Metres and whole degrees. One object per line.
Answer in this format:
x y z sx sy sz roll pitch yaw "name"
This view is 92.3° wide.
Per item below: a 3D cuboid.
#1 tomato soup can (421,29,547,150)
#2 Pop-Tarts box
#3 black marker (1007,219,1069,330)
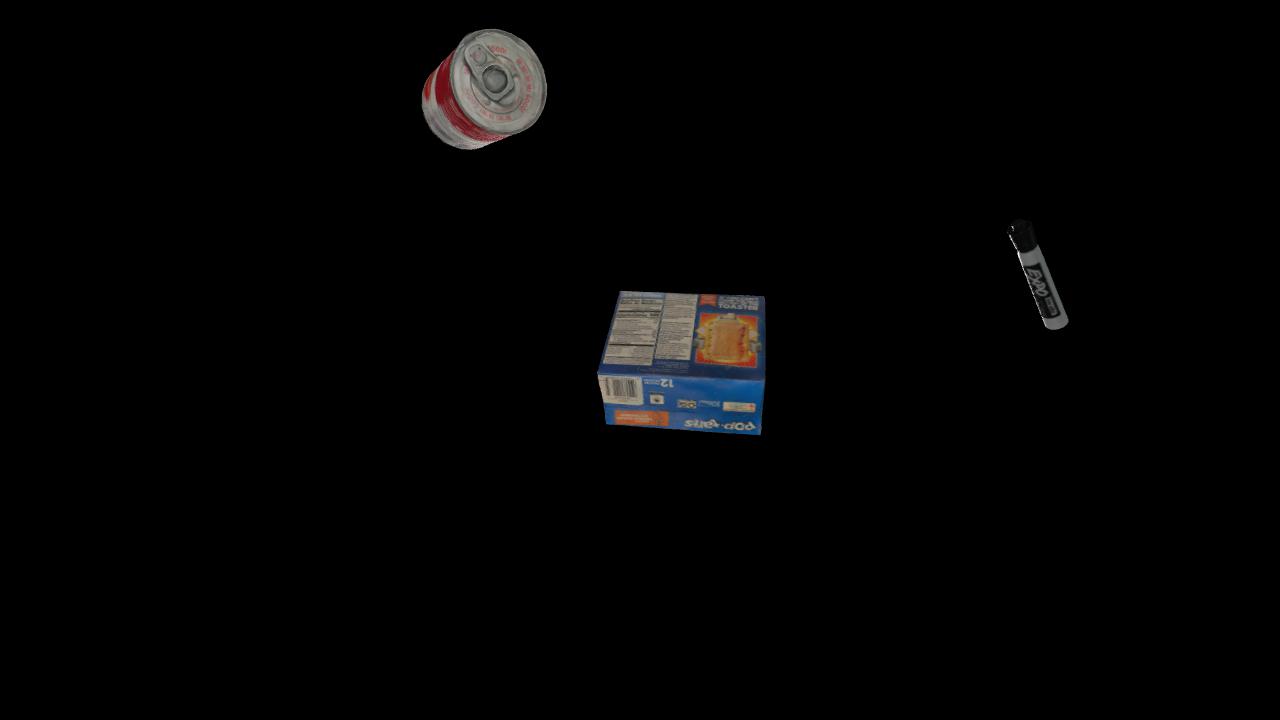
-0.118 -0.195 0.457 0.068 0.068 0.101 0 10 -30 "tomato soup can"
0.051 -0.001 0.672 0.167 0.083 0.141 3 43 8 "Pop-Tarts box"
0.352 -0.075 0.544 0.020 0.020 0.121 0 -43 52 "black marker"
